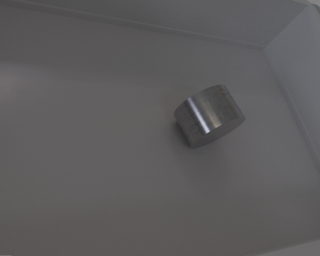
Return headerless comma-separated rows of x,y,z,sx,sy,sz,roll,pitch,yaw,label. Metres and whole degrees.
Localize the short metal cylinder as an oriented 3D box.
0.065,-0.014,0.414,0.081,0.080,0.050,-16,70,-34,short metal cylinder
